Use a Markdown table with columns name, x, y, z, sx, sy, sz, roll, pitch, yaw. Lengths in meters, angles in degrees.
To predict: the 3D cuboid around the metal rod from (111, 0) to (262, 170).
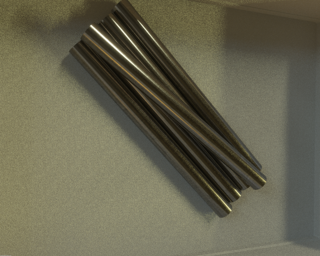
| name | x | y | z | sx | sy | sz | roll | pitch | yaw |
| --- | --- | --- | --- | --- | --- | --- | --- | --- | --- |
| metal rod | 0.044 | -0.046 | 0.425 | 0.025 | 0.025 | 0.300 | -45 | 104 | -14 |

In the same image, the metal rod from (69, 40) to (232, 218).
| name | x | y | z | sx | sy | sz | roll | pitch | yaw |
| --- | --- | --- | --- | --- | --- | --- | --- | --- | --- |
| metal rod | -0.003 | 0.009 | 0.408 | 0.025 | 0.025 | 0.300 | -45 | 104 | -14 |

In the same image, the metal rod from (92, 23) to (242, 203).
| name | x | y | z | sx | sy | sz | roll | pitch | yaw |
| --- | --- | --- | --- | --- | --- | --- | --- | --- | --- |
| metal rod | 0.011 | -0.011 | 0.413 | 0.025 | 0.025 | 0.300 | -45 | 104 | -14 |

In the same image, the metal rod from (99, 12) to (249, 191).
| name | x | y | z | sx | sy | sz | roll | pitch | yaw |
| --- | --- | --- | --- | --- | --- | --- | --- | --- | --- |
| metal rod | 0.029 | -0.026 | 0.420 | 0.025 | 0.025 | 0.300 | -45 | 104 | -14 |

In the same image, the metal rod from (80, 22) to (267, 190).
| name | x | y | z | sx | sy | sz | roll | pitch | yaw |
| --- | --- | --- | --- | --- | --- | --- | --- | --- | --- |
| metal rod | 0.028 | -0.017 | 0.392 | 0.300 | 0.025 | 0.025 | 40 | 77 | -16 |
